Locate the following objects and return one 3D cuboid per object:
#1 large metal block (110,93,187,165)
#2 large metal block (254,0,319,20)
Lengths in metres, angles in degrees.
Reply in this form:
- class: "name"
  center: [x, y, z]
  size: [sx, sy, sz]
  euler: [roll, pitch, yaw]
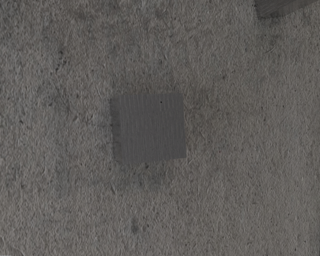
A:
- class: "large metal block"
  center: [-0.016, -0.001, 0.390]
  size: [0.081, 0.050, 0.079]
  euler: [-4, 92, -20]
- class: "large metal block"
  center: [0.179, -0.211, 0.445]
  size: [0.050, 0.080, 0.080]
  euler: [-14, 95, -19]
